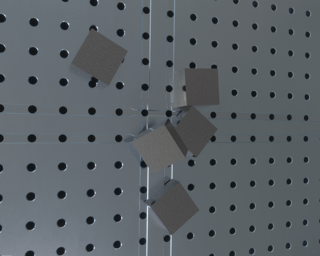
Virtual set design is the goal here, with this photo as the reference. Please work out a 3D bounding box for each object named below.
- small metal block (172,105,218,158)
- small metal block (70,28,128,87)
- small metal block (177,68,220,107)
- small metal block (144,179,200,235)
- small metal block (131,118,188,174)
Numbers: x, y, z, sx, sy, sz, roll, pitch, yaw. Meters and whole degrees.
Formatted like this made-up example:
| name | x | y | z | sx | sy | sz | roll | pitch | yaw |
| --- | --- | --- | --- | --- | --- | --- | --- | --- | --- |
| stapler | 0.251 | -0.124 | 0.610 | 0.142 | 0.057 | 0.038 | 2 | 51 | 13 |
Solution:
| name | x | y | z | sx | sy | sz | roll | pitch | yaw |
| --- | --- | --- | --- | --- | --- | --- | --- | --- | --- |
| small metal block | 0.042 | 0.005 | 0.428 | 0.050 | 0.025 | 0.050 | 42 | 77 | -16 |
| small metal block | -0.076 | -0.085 | 0.384 | 0.050 | 0.025 | 0.050 | 30 | 80 | -18 |
| small metal block | 0.053 | -0.056 | 0.432 | 0.050 | 0.025 | 0.050 | -3 | 91 | -20 |
| small metal block | 0.016 | 0.105 | 0.419 | 0.050 | 0.025 | 0.050 | -38 | 102 | -16 |
| small metal block | 0.000 | 0.023 | 0.399 | 0.050 | 0.025 | 0.050 | -28 | 102 | 21 |
